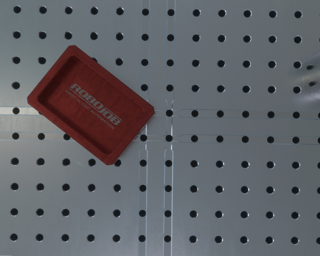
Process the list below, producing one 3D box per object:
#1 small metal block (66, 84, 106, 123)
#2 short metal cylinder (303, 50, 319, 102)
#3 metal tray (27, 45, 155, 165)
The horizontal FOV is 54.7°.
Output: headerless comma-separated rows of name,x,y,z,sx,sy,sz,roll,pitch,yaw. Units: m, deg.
small metal block,-0.096,-0.032,0.413,0.050,0.025,0.050,-1,90,0
short metal cylinder,0.238,-0.072,0.403,0.081,0.050,0.079,0,90,0
metal tray,-0.083,-0.027,0.385,0.130,0.030,0.090,38,90,-1
